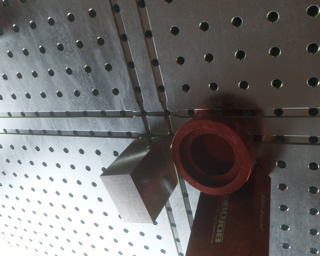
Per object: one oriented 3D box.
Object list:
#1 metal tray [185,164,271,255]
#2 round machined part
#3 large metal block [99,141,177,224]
[{"bbox_3d":[0.082,0.109,0.366,0.030,0.130,0.090,44,130,-18],"label":"metal tray"},{"bbox_3d":[0.067,0.029,0.376,0.098,0.042,0.097,13,116,28],"label":"round machined part"},{"bbox_3d":[-0.027,0.075,0.436,0.050,0.080,0.080,-9,114,32],"label":"large metal block"}]
